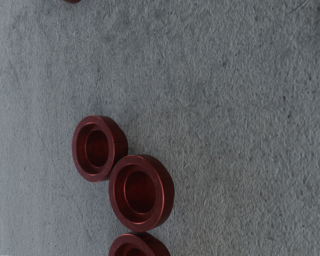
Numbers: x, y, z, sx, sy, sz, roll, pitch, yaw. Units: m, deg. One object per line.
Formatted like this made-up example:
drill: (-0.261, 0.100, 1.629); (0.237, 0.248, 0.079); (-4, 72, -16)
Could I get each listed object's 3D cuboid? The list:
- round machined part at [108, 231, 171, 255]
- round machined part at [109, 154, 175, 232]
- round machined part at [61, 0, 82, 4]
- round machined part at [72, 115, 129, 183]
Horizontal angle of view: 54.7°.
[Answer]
round machined part: (-0.021, 0.185, 0.412); (0.098, 0.042, 0.097); (0, 90, 40)
round machined part: (-0.020, 0.083, 0.410); (0.098, 0.042, 0.097); (0, 90, 40)
round machined part: (-0.134, -0.252, 0.505); (0.098, 0.042, 0.097); (0, 90, 40)
round machined part: (-0.086, 0.030, 0.465); (0.098, 0.042, 0.097); (0, 90, 40)
